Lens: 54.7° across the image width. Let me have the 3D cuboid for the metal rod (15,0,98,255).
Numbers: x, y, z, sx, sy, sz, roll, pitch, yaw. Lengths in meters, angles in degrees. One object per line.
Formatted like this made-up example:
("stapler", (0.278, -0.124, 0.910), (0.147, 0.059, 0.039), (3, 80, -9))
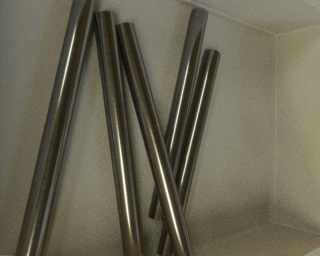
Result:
("metal rod", (-0.104, -0.005, 0.318), (0.025, 0.025, 0.299), (16, 80, -39))

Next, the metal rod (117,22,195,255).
("metal rod", (-0.006, 0.022, 0.379), (0.025, 0.025, 0.298), (-18, 95, -39))

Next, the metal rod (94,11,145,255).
("metal rod", (-0.047, 0.018, 0.366), (0.025, 0.025, 0.298), (-11, 97, -40))

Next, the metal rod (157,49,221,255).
("metal rod", (0.044, 0.028, 0.443), (0.025, 0.025, 0.299), (24, 75, -38))

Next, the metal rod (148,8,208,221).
("metal rod", (0.028, -0.025, 0.429), (0.025, 0.025, 0.299), (20, 77, -38))
